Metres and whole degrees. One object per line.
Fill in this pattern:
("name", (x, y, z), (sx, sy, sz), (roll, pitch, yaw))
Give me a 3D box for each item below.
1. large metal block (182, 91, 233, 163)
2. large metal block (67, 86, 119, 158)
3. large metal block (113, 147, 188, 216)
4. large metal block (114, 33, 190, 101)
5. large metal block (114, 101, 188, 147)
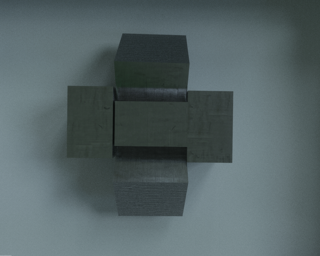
("large metal block", (0.056, -0.002, 0.383), (0.050, 0.080, 0.080), (1, 90, 0))
("large metal block", (-0.077, -0.007, 0.382), (0.050, 0.080, 0.080), (1, 90, 0))
("large metal block", (-0.011, 0.066, 0.376), (0.081, 0.080, 0.050), (1, 48, -1))
("large metal block", (-0.009, -0.075, 0.376), (0.081, 0.080, 0.050), (2, 128, 0))
("large metal block", (-0.010, -0.005, 0.383), (0.081, 0.080, 0.050), (1, 90, 0))
